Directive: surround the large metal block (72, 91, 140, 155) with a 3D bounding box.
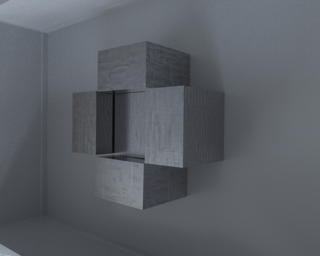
[{"bbox_3d":[-0.072,-0.007,0.430,0.050,0.081,0.080,1,91,40],"label":"large metal block"}]

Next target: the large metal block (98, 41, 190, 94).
[{"bbox_3d":[-0.020,-0.069,0.385,0.080,0.081,0.050,1,91,40],"label":"large metal block"}]

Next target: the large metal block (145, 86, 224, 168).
[{"bbox_3d":[0.029,-0.002,0.346,0.050,0.081,0.080,1,91,40],"label":"large metal block"}]

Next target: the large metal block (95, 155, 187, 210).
[{"bbox_3d":[-0.023,0.061,0.388,0.080,0.081,0.050,3,92,40],"label":"large metal block"}]

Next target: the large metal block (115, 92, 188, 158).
[{"bbox_3d":[-0.012,-0.004,0.397,0.080,0.050,0.080,1,91,40],"label":"large metal block"}]
